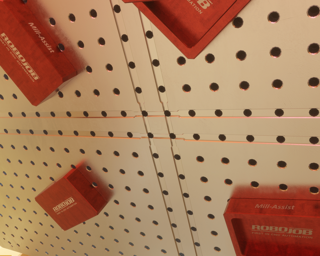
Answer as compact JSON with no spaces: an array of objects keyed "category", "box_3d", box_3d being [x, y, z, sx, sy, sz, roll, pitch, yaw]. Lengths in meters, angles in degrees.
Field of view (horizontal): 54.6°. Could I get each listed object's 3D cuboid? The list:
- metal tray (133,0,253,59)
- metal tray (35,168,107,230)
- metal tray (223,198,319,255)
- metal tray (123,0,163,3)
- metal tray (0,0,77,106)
[{"category":"metal tray","box_3d":[0.018,-0.145,0.308,0.130,0.030,0.090,45,129,-3]},{"category":"metal tray","box_3d":[-0.171,0.137,0.584,0.130,0.030,0.090,-34,100,38]},{"category":"metal tray","box_3d":[0.159,0.139,0.409,0.130,0.030,0.090,-6,116,31]},{"category":"metal tray","box_3d":[0.000,-0.178,0.258,0.090,0.030,0.129,6,121,25]},{"category":"metal tray","box_3d":[-0.191,-0.105,0.445,0.090,0.030,0.130,-28,103,37]}]
